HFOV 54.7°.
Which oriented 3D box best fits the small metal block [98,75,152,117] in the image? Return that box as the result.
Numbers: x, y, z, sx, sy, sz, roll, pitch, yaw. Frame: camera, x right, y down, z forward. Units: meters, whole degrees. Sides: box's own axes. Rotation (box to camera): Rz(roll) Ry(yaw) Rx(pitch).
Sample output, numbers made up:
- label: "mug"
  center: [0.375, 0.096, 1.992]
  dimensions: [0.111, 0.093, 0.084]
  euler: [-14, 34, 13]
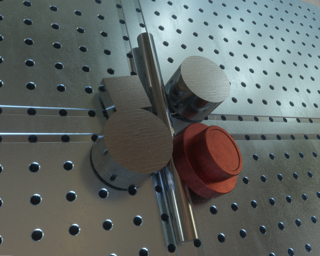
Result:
- label: "small metal block"
  center: [-0.046, -0.039, 0.402]
  dimensions: [0.050, 0.025, 0.050]
  euler: [-12, 68, -33]

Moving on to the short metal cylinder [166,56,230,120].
- label: "short metal cylinder"
  center: [0.054, -0.058, 0.451]
  dimensions: [0.081, 0.050, 0.080]
  euler: [14, 56, -21]

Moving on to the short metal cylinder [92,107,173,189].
- label: "short metal cylinder"
  center: [-0.032, 0.023, 0.355]
  dimensions: [0.081, 0.050, 0.080]
  euler: [14, 56, -21]

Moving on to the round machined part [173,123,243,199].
- label: "round machined part"
  center: [0.066, 0.036, 0.391]
  dimensions: [0.098, 0.042, 0.098]
  euler: [27, 45, -31]

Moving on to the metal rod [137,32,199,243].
- label: "metal rod"
  center: [0.004, -0.006, 0.409]
  dimensions: [0.025, 0.025, 0.299]
  euler: [3, 60, -27]
